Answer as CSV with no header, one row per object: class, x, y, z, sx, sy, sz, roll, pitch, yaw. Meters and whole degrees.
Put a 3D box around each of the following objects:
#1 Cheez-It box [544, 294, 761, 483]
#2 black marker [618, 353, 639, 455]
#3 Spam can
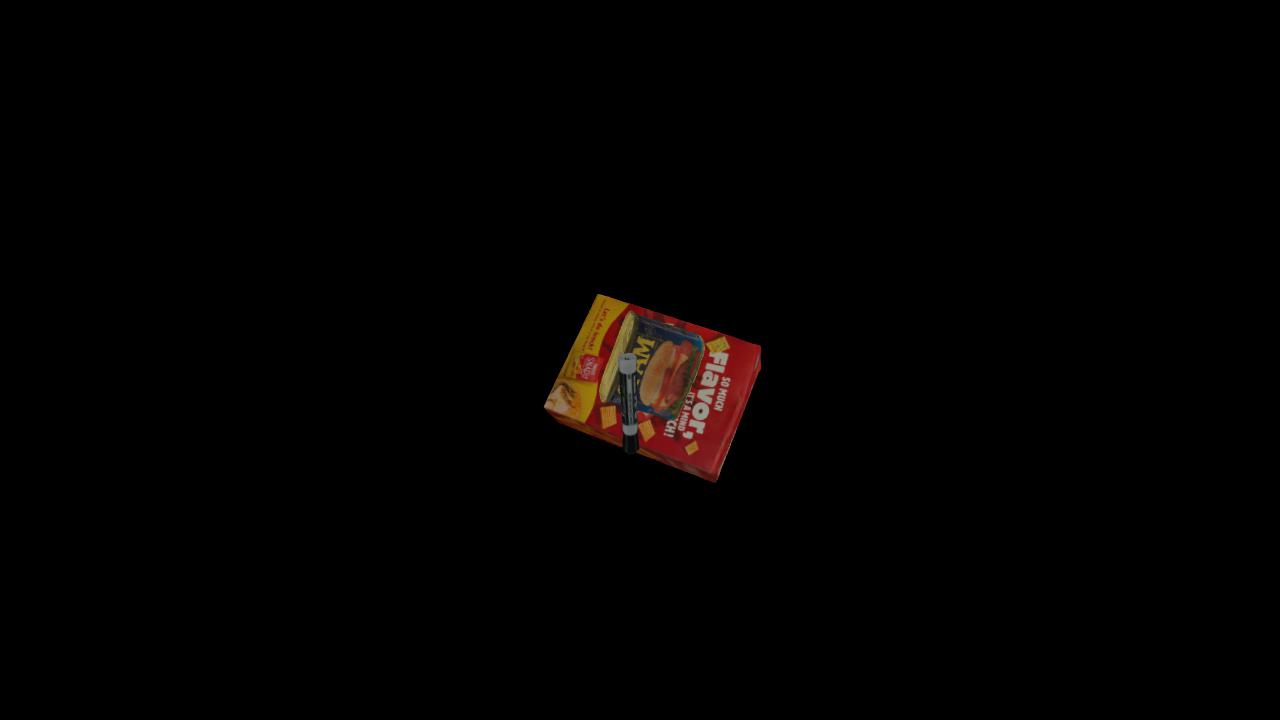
Cheez-It box,0.018,0.031,0.754,0.223,0.166,0.071,18,-17,18
black marker,-0.011,0.049,0.651,0.020,0.121,0.020,-1,29,1
Spam can,0.013,0.008,0.667,0.085,0.101,0.058,18,18,-14
